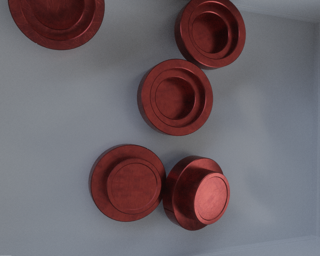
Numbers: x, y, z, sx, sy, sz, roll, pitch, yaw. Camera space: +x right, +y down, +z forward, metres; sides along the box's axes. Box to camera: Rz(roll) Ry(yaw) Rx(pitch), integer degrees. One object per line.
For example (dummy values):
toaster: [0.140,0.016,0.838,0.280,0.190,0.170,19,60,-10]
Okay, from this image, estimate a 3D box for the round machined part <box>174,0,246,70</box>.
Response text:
round machined part: [0.065,-0.129,0.426,0.099,0.042,0.097,0,90,-21]

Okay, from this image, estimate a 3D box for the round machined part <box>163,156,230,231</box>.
round machined part: [0.054,0.088,0.408,0.099,0.042,0.097,-5,98,-38]

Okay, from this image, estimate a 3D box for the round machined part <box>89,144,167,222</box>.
round machined part: [-0.037,0.069,0.389,0.099,0.042,0.097,0,90,-20]

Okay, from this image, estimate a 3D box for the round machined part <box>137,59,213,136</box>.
round machined part: [0.017,-0.038,0.409,0.099,0.042,0.097,0,90,-21]

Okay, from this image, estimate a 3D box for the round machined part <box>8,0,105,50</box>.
round machined part: [-0.115,-0.140,0.346,0.099,0.042,0.097,-12,121,-20]
